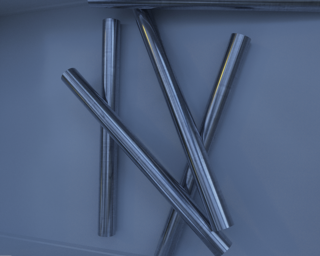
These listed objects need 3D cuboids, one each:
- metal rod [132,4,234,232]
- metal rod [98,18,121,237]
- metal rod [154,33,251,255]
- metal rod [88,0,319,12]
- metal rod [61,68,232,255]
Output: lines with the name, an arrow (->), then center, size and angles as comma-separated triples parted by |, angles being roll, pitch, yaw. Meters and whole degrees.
metal rod -> 0.023, -0.025, 0.382 | 0.025, 0.025, 0.299 | -24, 75, 18
metal rod -> -0.071, 0.000, 0.434 | 0.025, 0.025, 0.298 | 2, 91, 19
metal rod -> 0.051, 0.030, 0.391 | 0.025, 0.025, 0.298 | 21, 97, 18
metal rod -> 0.056, -0.155, 0.374 | 0.301, 0.025, 0.025 | 6, 92, 13
metal rod -> -0.025, 0.034, 0.390 | 0.025, 0.025, 0.300 | -46, 76, 14
